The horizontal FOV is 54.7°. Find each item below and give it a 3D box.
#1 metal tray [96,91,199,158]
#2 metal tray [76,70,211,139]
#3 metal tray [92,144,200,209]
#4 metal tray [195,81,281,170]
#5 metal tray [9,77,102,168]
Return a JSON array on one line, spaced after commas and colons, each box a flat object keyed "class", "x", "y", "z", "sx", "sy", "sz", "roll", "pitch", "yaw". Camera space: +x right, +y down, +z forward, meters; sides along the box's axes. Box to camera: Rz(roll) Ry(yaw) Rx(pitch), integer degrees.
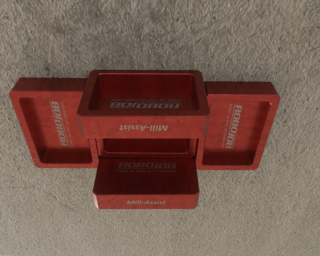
[{"class": "metal tray", "x": -0.017, "y": -0.003, "z": 0.403, "sx": 0.131, "sy": 0.030, "sz": 0.089, "roll": 0, "pitch": 130, "yaw": -1}, {"class": "metal tray", "x": -0.016, "y": -0.029, "z": 0.341, "sx": 0.131, "sy": 0.090, "sz": 0.030, "roll": 0, "pitch": 130, "yaw": -1}, {"class": "metal tray", "x": -0.017, "y": 0.063, "z": 0.418, "sx": 0.131, "sy": 0.090, "sz": 0.030, "roll": 0, "pitch": 130, "yaw": -1}, {"class": "metal tray", "x": 0.094, "y": 0.001, "z": 0.408, "sx": 0.091, "sy": 0.030, "sz": 0.129, "roll": 0, "pitch": 130, "yaw": -1}, {"class": "metal tray", "x": -0.127, "y": -0.002, "z": 0.402, "sx": 0.091, "sy": 0.030, "sz": 0.129, "roll": 0, "pitch": 130, "yaw": -1}]
